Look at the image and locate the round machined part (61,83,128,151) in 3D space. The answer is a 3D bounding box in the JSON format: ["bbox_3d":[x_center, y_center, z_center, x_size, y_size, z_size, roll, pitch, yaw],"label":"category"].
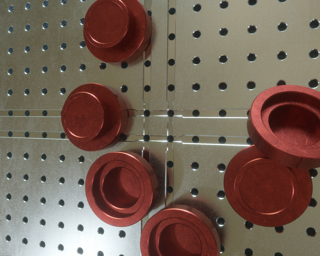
[{"bbox_3d":[-0.099,-0.015,0.439,0.098,0.042,0.097,0,90,20],"label":"round machined part"}]

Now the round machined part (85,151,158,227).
[{"bbox_3d":[-0.048,0.079,0.421,0.098,0.042,0.097,0,90,20],"label":"round machined part"}]

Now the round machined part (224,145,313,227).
[{"bbox_3d":[0.124,0.067,0.360,0.098,0.042,0.097,0,90,20],"label":"round machined part"}]

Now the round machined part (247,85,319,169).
[{"bbox_3d":[0.144,0.003,0.335,0.099,0.042,0.098,-1,53,1],"label":"round machined part"}]

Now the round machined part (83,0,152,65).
[{"bbox_3d":[-0.064,-0.139,0.427,0.098,0.042,0.097,0,90,20],"label":"round machined part"}]

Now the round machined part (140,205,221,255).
[{"bbox_3d":[0.028,0.146,0.394,0.098,0.042,0.097,0,90,20],"label":"round machined part"}]
